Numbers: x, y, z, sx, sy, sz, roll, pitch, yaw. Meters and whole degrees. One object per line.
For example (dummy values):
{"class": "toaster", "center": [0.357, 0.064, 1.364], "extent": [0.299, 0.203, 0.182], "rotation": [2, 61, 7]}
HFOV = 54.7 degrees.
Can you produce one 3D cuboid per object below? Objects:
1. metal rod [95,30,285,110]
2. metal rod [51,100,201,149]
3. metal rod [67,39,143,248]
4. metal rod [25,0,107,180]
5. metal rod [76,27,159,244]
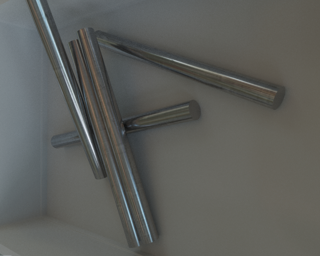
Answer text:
{"class": "metal rod", "center": [0.011, -0.085, 0.397], "extent": [0.300, 0.025, 0.025], "rotation": [27, 107, 36]}
{"class": "metal rod", "center": [-0.072, 0.002, 0.466], "extent": [0.300, 0.025, 0.025], "rotation": [-12, 83, 39]}
{"class": "metal rod", "center": [-0.076, 0.020, 0.439], "extent": [0.025, 0.025, 0.299], "rotation": [-19, 87, 38]}
{"class": "metal rod", "center": [-0.128, -0.061, 0.433], "extent": [0.025, 0.025, 0.298], "rotation": [1, 116, 40]}
{"class": "metal rod", "center": [-0.058, 0.009, 0.423], "extent": [0.025, 0.025, 0.299], "rotation": [-19, 88, 38]}
